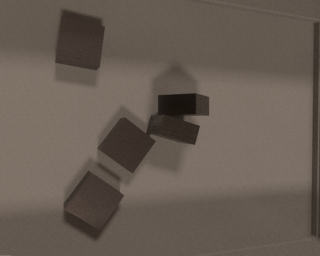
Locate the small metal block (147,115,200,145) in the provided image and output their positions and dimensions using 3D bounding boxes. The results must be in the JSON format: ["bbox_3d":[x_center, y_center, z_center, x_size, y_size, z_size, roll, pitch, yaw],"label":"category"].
[{"bbox_3d":[0.016,0.002,0.404,0.050,0.050,0.025,17,85,-20],"label":"small metal block"}]

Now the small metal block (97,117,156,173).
[{"bbox_3d":[-0.043,0.022,0.396,0.050,0.025,0.050,39,77,-16],"label":"small metal block"}]

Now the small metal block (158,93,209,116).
[{"bbox_3d":[0.031,-0.029,0.399,0.050,0.050,0.025,0,90,-63],"label":"small metal block"}]

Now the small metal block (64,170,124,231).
[{"bbox_3d":[-0.081,0.088,0.381,0.050,0.025,0.050,39,78,-16],"label":"small metal block"}]

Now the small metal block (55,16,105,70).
[{"bbox_3d":[-0.097,-0.101,0.375,0.050,0.025,0.050,8,88,-20],"label":"small metal block"}]
